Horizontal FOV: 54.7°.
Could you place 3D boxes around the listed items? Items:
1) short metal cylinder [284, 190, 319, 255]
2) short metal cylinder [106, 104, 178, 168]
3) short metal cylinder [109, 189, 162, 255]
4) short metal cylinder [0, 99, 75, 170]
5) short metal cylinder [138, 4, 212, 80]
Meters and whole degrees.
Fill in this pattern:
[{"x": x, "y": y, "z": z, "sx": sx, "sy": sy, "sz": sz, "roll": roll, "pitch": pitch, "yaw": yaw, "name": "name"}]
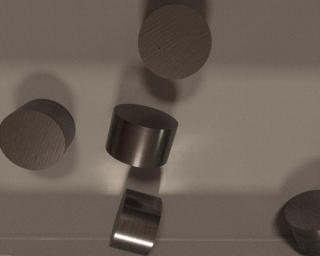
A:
[{"x": 0.224, "y": 0.132, "z": 0.434, "sx": 0.080, "sy": 0.080, "sz": 0.050, "roll": -25, "pitch": 109, "yaw": 8, "name": "short metal cylinder"}, {"x": -0.023, "y": 0.008, "z": 0.385, "sx": 0.081, "sy": 0.080, "sz": 0.050, "roll": 14, "pitch": 110, "yaw": -6, "name": "short metal cylinder"}, {"x": -0.034, "y": 0.130, "z": 0.429, "sx": 0.050, "sy": 0.080, "sz": 0.079, "roll": 18, "pitch": 109, "yaw": -7, "name": "short metal cylinder"}, {"x": -0.156, "y": 0.007, "z": 0.398, "sx": 0.081, "sy": 0.050, "sz": 0.079, "roll": 0, "pitch": 110, "yaw": -1, "name": "short metal cylinder"}, {"x": 0.016, "y": -0.101, "z": 0.361, "sx": 0.081, "sy": 0.050, "sz": 0.079, "roll": 0, "pitch": 110, "yaw": -1, "name": "short metal cylinder"}]
